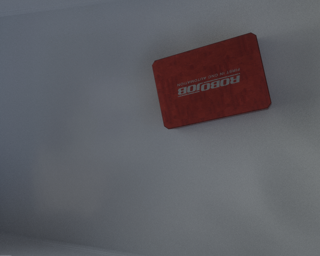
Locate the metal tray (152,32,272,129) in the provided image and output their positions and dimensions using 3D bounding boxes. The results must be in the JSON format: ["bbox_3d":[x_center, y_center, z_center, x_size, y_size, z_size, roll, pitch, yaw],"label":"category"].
[{"bbox_3d":[0.062,-0.054,0.385,0.130,0.030,0.089,-12,86,19],"label":"metal tray"}]
